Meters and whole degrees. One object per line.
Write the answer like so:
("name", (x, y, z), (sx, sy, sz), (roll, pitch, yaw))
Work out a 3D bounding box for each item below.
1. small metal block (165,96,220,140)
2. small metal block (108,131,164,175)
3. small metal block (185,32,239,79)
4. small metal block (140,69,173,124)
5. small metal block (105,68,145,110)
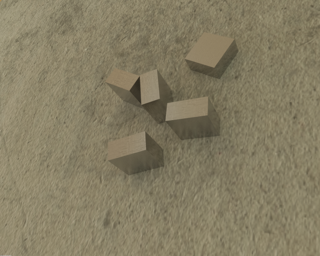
("small metal block", (0.041, -0.010, 0.372), (0.050, 0.050, 0.025), (-8, 59, 24))
("small metal block", (-0.029, 0.033, 0.382), (0.050, 0.050, 0.025), (-17, 55, 18))
("small metal block", (0.071, -0.101, 0.427), (0.050, 0.025, 0.050), (27, 76, 37))
("small metal block", (-0.003, -0.041, 0.414), (0.025, 0.050, 0.050), (-17, 55, 18))
("small metal block", (-0.042, -0.055, 0.442), (0.050, 0.050, 0.025), (23, 75, 36))
